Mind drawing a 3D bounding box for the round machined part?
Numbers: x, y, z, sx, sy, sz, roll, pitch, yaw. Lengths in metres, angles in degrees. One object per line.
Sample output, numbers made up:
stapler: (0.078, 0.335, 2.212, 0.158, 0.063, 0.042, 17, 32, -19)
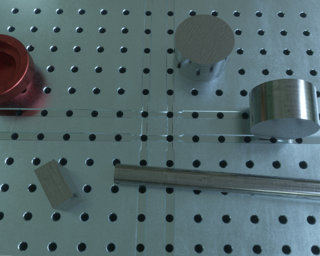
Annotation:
round machined part: (-0.224, -0.077, 0.429, 0.099, 0.042, 0.098, 0, 70, 0)

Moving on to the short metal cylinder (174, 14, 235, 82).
short metal cylinder: (0.060, -0.112, 0.440, 0.081, 0.050, 0.080, 0, 70, 0)

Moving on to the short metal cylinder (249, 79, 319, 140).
short metal cylinder: (0.155, -0.021, 0.391, 0.080, 0.080, 0.050, 4, 70, 1)

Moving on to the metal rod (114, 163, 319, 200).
metal rod: (0.095, 0.069, 0.386, 0.302, 0.025, 0.025, 4, 70, 1)

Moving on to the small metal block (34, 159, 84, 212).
small metal block: (-0.120, 0.070, 0.372, 0.025, 0.050, 0.050, -31, 73, -10)
